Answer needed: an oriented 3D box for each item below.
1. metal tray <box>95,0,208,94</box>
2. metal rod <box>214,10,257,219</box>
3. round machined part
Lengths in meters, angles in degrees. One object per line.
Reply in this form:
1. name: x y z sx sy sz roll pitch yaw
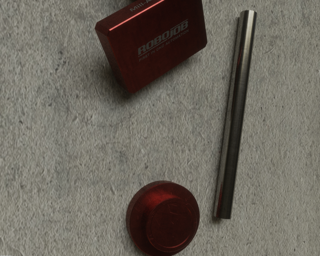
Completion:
1. metal tray: -0.004 -0.113 0.379 0.131 0.030 0.090 -36 138 -17
2. metal rod: 0.110 -0.021 0.449 0.025 0.025 0.298 9 87 -20
3. round machined part: 0.009 0.120 0.404 0.099 0.042 0.097 0 90 -20
